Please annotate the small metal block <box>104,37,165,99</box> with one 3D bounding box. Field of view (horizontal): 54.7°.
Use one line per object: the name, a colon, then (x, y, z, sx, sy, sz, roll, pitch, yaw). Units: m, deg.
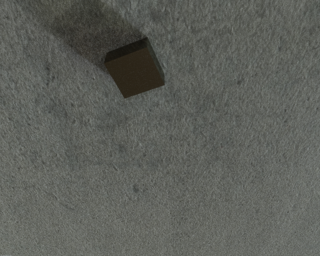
small metal block: (-0.027, -0.067, 0.350, 0.050, 0.025, 0.050, -17, 128, 13)
